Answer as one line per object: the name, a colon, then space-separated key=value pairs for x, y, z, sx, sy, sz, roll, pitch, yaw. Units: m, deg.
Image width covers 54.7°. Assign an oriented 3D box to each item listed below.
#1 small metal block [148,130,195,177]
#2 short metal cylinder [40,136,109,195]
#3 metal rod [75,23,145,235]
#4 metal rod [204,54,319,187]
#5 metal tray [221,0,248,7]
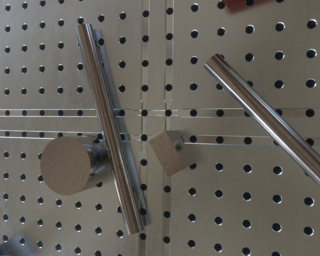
small metal block: x=0.016 y=0.031 z=0.393 sx=0.025 sy=0.050 sz=0.050 roll=-32 pitch=80 yaw=17
short metal cylinder: x=-0.120 y=0.051 z=0.440 sx=0.080 sy=0.050 sz=0.079 roll=0 pitch=90 yaw=19
metal rod: x=-0.072 y=-0.002 z=0.436 sx=0.025 sy=0.025 sz=0.298 roll=-17 pitch=84 yaw=19
metal rod: x=0.160 y=0.026 z=0.356 sx=0.025 sy=0.025 sz=0.300 roll=-44 pitch=77 yaw=14
metal tray: x=0.105 y=-0.225 z=0.373 sx=0.090 sy=0.030 sz=0.129 roll=-14 pitch=86 yaw=19
